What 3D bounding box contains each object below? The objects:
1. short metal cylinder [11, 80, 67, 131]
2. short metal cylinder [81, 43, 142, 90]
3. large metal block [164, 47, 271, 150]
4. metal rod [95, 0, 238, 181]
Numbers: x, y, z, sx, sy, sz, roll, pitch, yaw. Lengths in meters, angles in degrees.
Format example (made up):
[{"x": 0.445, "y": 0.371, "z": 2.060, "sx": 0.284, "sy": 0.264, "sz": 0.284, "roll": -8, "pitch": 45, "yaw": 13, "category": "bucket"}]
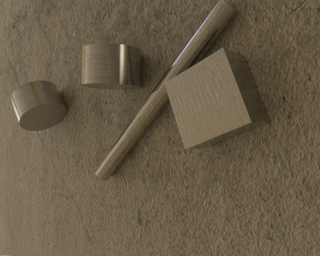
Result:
[{"x": -0.212, "y": -0.038, "z": 0.544, "sx": 0.080, "sy": 0.081, "sz": 0.050, "roll": -44, "pitch": 64, "yaw": 31, "category": "short metal cylinder"}, {"x": -0.066, "y": -0.081, "z": 0.424, "sx": 0.080, "sy": 0.081, "sz": 0.050, "roll": 3, "pitch": 92, "yaw": 40, "category": "short metal cylinder"}, {"x": 0.061, "y": -0.028, "z": 0.339, "sx": 0.080, "sy": 0.050, "sz": 0.080, "roll": -27, "pitch": 73, "yaw": 37, "category": "large metal block"}, {"x": -0.006, "y": -0.033, "z": 0.409, "sx": 0.298, "sy": 0.025, "sz": 0.025, "roll": -52, "pitch": 60, "yaw": 27, "category": "metal rod"}]
